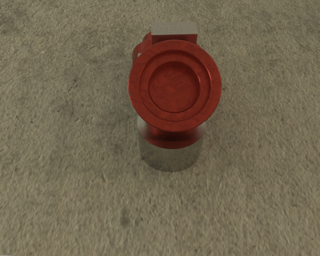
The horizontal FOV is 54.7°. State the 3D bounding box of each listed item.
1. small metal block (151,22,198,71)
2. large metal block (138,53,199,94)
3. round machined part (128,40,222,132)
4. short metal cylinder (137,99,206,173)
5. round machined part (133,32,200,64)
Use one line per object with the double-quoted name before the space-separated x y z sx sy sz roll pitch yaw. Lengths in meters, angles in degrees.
"small metal block" 0.015 -0.095 0.364 0.050 0.050 0.025 -2 50 -2
"large metal block" 0.013 -0.052 0.412 0.081 0.080 0.050 -2 50 -2
"round machined part" 0.016 -0.044 0.345 0.099 0.042 0.097 0 88 -2
"short metal cylinder" 0.013 0.008 0.383 0.081 0.050 0.080 0 50 0
"round machined part" 0.010 -0.106 0.441 0.099 0.098 0.042 -2 75 -2
